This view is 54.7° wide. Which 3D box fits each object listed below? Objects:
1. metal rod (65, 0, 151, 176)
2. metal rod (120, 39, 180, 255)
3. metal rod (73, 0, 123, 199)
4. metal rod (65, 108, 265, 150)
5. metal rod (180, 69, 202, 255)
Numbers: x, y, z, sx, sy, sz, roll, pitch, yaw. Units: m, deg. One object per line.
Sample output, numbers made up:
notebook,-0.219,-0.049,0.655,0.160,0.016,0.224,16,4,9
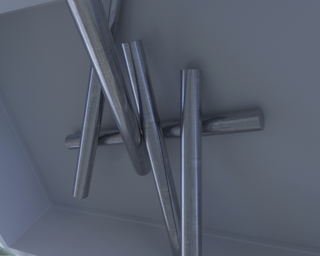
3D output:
metal rod,-0.042,-0.023,0.334,0.025,0.025,0.299,17,150,18
metal rod,-0.001,0.041,0.396,0.025,0.025,0.298,-3,110,29
metal rod,-0.089,-0.022,0.418,0.025,0.025,0.298,24,120,14
metal rod,-0.015,0.007,0.420,0.300,0.025,0.025,-7,115,31
metal rod,0.037,0.083,0.362,0.025,0.025,0.298,1,94,27
